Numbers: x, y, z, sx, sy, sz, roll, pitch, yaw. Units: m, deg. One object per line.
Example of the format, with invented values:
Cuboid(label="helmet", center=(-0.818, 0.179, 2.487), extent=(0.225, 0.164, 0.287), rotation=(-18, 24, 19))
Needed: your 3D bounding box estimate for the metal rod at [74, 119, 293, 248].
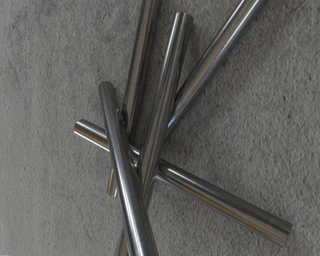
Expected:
Cuboid(label="metal rod", center=(0.005, 0.052, 0.375), extent=(0.300, 0.025, 0.025), rotation=(24, 105, 29))

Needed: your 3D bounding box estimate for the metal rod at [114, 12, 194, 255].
Cuboid(label="metal rod", center=(-0.006, 0.008, 0.362), extent=(0.025, 0.025, 0.299), rotation=(7, 80, 40))

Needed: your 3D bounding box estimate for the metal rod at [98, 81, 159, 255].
Cuboid(label="metal rod", center=(-0.046, 0.031, 0.364), extent=(0.025, 0.025, 0.300), rotation=(-55, 34, 26))

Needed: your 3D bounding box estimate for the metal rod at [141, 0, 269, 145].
Cuboid(label="metal rod", center=(0.041, -0.050, 0.371), extent=(0.025, 0.025, 0.298), rotation=(49, 119, 28))

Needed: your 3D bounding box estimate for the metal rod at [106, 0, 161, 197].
Cuboid(label="metal rod", center=(-0.037, -0.047, 0.435), extent=(0.025, 0.025, 0.298), rotation=(20, 102, 38))
